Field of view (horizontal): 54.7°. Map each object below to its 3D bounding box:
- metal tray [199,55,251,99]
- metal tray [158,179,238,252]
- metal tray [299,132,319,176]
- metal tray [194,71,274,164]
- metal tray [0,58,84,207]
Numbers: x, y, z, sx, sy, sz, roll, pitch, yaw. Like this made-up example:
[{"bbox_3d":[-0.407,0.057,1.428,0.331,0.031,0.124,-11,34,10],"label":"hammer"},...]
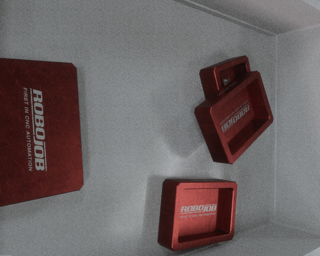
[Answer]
[{"bbox_3d":[0.118,-0.043,0.501,0.091,0.030,0.129,-26,107,-37],"label":"metal tray"},{"bbox_3d":[0.059,0.122,0.452,0.131,0.030,0.089,8,85,-40],"label":"metal tray"},{"bbox_3d":[0.370,0.065,0.715,0.131,0.030,0.090,14,81,-39],"label":"metal tray"},{"bbox_3d":[0.114,-0.018,0.458,0.131,0.030,0.090,-37,113,-34],"label":"metal tray"},{"bbox_3d":[-0.125,0.002,0.298,0.091,0.030,0.129,-5,93,-40],"label":"metal tray"}]
